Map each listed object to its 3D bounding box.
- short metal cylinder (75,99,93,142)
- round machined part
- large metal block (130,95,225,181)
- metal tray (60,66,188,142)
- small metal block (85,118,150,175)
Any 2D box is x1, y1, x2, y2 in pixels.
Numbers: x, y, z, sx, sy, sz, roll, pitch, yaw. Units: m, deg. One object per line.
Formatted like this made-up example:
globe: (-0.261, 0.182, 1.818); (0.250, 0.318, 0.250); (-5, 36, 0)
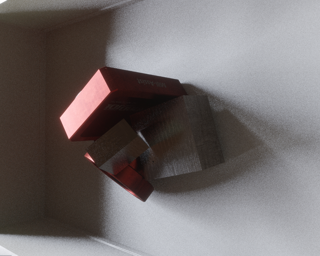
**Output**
short metal cylinder: (-0.075, -0.016, 0.428); (0.050, 0.081, 0.079); (28, 108, 36)
round machined part: (-0.046, 0.050, 0.405); (0.098, 0.098, 0.042); (26, 71, 36)
large metal block: (0.019, 0.012, 0.362); (0.080, 0.050, 0.080); (-18, 83, 38)
metal tray: (-0.037, -0.024, 0.364); (0.090, 0.131, 0.030); (-42, 66, 31)
small metal block: (-0.044, 0.022, 0.334); (0.050, 0.050, 0.025); (-39, 70, -2)
